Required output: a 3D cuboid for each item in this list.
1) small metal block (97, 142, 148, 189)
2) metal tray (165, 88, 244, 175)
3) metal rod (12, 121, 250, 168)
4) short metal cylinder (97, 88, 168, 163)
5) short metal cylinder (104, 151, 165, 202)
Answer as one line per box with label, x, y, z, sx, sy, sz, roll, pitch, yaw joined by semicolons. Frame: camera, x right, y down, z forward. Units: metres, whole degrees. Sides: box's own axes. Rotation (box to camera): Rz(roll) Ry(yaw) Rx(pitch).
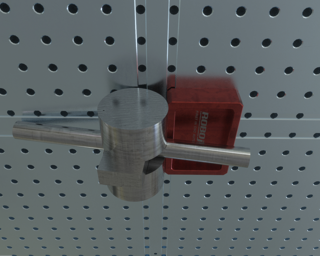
small metal block;-0.042;0.043;0.368;0.050;0.050;0.025;6;130;6
metal tray;0.053;0.009;0.417;0.091;0.030;0.129;1;130;-1
metal rod;-0.040;0.020;0.397;0.302;0.025;0.025;7;131;6
short metal cylinder;-0.031;-0.005;0.369;0.081;0.080;0.050;1;130;-1
short metal cylinder;-0.034;0.052;0.418;0.081;0.080;0.050;1;130;-1
